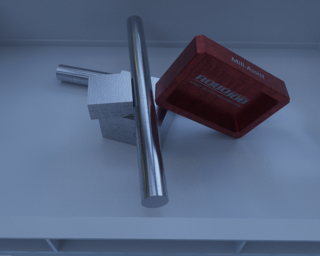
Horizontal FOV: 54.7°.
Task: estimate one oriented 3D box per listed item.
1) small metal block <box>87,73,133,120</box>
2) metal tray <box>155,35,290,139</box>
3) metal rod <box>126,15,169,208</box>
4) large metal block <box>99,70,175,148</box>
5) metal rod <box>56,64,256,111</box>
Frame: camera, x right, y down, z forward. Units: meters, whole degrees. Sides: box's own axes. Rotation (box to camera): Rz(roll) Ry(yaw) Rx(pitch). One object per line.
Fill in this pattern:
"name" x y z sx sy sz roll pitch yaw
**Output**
"small metal block" -0.058 -0.039 0.370 0.050 0.025 0.050 -5 50 -5
"metal tray" 0.071 -0.041 0.362 0.131 0.090 0.030 22 47 -24
"metal rod" -0.022 -0.047 0.377 0.025 0.025 0.300 -5 50 -5
"large metal block" -0.025 -0.024 0.407 0.080 0.050 0.080 14 51 11
"metal rod" -0.006 -0.056 0.451 0.301 0.025 0.025 11 51 9
